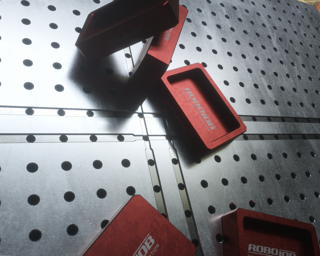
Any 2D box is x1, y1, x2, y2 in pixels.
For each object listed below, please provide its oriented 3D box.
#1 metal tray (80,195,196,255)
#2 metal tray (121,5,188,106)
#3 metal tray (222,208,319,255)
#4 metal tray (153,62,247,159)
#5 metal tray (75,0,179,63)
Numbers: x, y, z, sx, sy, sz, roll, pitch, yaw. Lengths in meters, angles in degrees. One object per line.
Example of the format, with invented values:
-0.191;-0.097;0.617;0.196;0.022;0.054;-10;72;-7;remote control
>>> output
-0.033;0.142;0.302;0.090;0.030;0.131;43;51;1;metal tray
-0.006;-0.104;0.428;0.030;0.090;0.130;27;52;-12;metal tray
0.143;0.158;0.387;0.131;0.030;0.090;17;55;-19;metal tray
0.057;-0.030;0.455;0.091;0.030;0.130;-23;74;-37;metal tray
-0.041;-0.142;0.403;0.030;0.130;0.090;55;27;-39;metal tray
